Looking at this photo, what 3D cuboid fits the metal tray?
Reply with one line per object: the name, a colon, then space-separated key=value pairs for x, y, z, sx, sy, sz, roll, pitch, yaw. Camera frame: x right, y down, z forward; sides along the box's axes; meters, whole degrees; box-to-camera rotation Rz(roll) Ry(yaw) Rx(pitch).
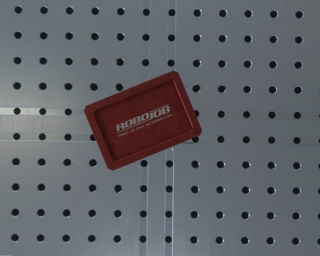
metal tray: x=-0.022 y=-0.010 z=0.410 sx=0.131 sy=0.030 sz=0.090 roll=-22 pitch=90 yaw=0
